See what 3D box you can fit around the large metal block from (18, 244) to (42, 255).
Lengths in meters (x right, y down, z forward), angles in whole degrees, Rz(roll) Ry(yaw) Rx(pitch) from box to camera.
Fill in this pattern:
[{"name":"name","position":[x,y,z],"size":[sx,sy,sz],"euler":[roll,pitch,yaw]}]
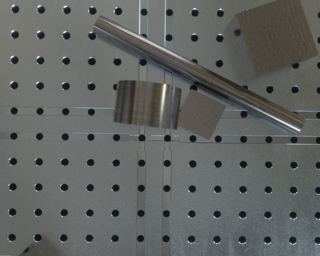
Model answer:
[{"name":"large metal block","position":[-0.178,0.215,0.399],"size":[0.080,0.050,0.080],"euler":[-43,91,0]}]

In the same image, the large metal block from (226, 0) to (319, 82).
[{"name":"large metal block","position":[0.143,-0.114,0.403],"size":[0.080,0.050,0.080],"euler":[-19,90,-1]}]

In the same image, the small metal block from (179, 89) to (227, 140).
[{"name":"small metal block","position":[0.053,-0.018,0.414],"size":[0.050,0.025,0.050],"euler":[26,90,-1]}]

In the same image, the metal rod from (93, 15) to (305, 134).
[{"name":"metal rod","position":[0.052,-0.071,0.414],"size":[0.301,0.025,0.025],"euler":[27,90,-1]}]

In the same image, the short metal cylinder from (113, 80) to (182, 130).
[{"name":"short metal cylinder","position":[-0.016,-0.027,0.386],"size":[0.081,0.080,0.050],"euler":[7,90,-1]}]
